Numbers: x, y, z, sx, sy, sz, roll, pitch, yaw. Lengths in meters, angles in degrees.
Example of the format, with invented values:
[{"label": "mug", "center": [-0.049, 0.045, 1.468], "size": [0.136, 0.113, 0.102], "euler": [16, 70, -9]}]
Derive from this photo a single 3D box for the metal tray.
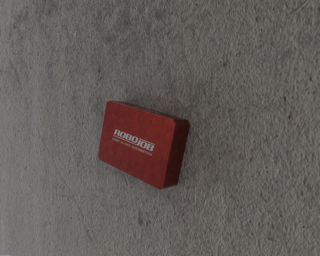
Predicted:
[{"label": "metal tray", "center": [-0.027, 0.018, 0.425], "size": [0.130, 0.030, 0.089], "euler": [18, 102, 38]}]
